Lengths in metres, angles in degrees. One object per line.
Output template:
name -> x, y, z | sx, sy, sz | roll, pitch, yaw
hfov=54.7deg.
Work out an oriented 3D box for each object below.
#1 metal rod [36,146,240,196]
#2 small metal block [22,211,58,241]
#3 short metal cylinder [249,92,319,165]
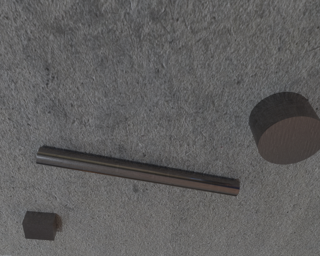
metal rod -> -0.025, 0.067, 0.463 | 0.302, 0.025, 0.025 | 11, 129, -10
small metal block -> -0.213, 0.175, 0.554 | 0.050, 0.025, 0.050 | 7, 130, -6
short metal cylinder -> 0.160, 0.001, 0.394 | 0.081, 0.050, 0.079 | 0, 130, 0
